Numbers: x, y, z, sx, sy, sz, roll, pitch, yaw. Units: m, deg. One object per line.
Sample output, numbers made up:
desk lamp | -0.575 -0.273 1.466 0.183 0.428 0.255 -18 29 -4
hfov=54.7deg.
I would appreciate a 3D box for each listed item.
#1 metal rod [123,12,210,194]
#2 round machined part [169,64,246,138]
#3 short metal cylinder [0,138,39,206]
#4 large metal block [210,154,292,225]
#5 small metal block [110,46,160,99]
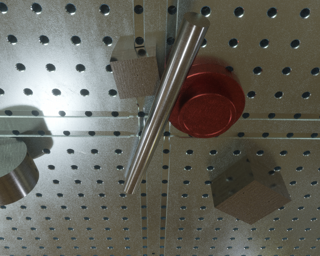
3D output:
metal rod | -0.007 -0.002 0.385 0.025 0.025 0.298 12 137 -10
round machined part | 0.055 -0.026 0.380 0.099 0.042 0.097 -1 130 0
short metal cylinder | -0.214 0.058 0.422 0.080 0.080 0.050 -3 130 2
large metal block | 0.138 0.098 0.481 0.080 0.050 0.080 30 124 -23
small metal block | -0.026 -0.063 0.357 0.050 0.025 0.050 -7 130 5
